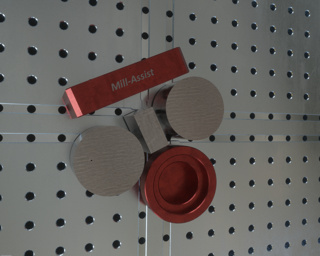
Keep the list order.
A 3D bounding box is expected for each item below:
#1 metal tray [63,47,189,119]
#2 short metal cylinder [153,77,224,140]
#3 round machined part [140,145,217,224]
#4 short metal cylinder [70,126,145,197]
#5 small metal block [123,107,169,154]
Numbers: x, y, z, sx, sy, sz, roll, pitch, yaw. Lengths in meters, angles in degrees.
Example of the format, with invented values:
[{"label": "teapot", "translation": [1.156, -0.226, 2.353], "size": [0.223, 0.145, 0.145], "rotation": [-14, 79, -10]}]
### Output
[{"label": "metal tray", "translation": [-0.043, -0.050, 0.358], "size": [0.131, 0.090, 0.030], "rotation": [-25, 99, -18]}, {"label": "short metal cylinder", "translation": [0.036, -0.024, 0.409], "size": [0.081, 0.050, 0.079], "rotation": [0, 90, -20]}, {"label": "round machined part", "translation": [0.021, 0.071, 0.407], "size": [0.099, 0.042, 0.097], "rotation": [0, 90, -20]}, {"label": "short metal cylinder", "translation": [-0.064, 0.037, 0.372], "size": [0.081, 0.050, 0.079], "rotation": [0, 90, -20]}, {"label": "small metal block", "translation": [-0.018, 0.002, 0.388], "size": [0.025, 0.050, 0.050], "rotation": [-27, 99, -18]}]
